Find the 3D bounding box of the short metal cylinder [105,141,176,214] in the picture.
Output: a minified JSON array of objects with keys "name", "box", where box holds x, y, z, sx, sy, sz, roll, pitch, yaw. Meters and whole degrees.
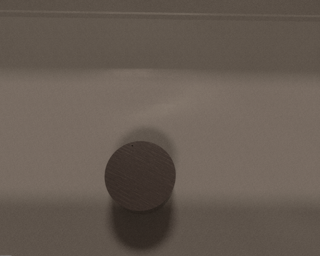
[{"name":"short metal cylinder","box":[-0.022,0.061,0.374,0.081,0.050,0.080,0,70,0]}]
